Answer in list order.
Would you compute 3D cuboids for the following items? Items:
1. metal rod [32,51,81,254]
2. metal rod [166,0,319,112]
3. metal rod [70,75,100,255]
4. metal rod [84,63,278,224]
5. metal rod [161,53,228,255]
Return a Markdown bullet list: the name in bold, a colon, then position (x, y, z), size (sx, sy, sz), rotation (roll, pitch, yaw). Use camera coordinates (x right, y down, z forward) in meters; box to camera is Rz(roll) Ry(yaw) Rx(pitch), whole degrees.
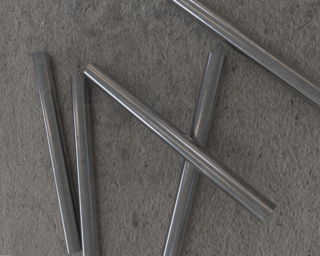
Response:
- **metal rod**: position (-0.153, 0.033, 0.462), size (0.025, 0.025, 0.298), rotation (-13, 86, 19)
- **metal rod**: position (0.118, -0.087, 0.367), size (0.300, 0.025, 0.025), rotation (41, 103, 15)
- **metal rod**: position (-0.106, 0.074, 0.446), size (0.025, 0.025, 0.298), rotation (-5, 88, 20)
- **metal rod**: position (0.008, 0.004, 0.383), size (0.300, 0.025, 0.025), rotation (39, 103, 24)
- **metal rod**: position (0.039, 0.055, 0.394), size (0.025, 0.025, 0.298), rotation (14, 95, 19)
